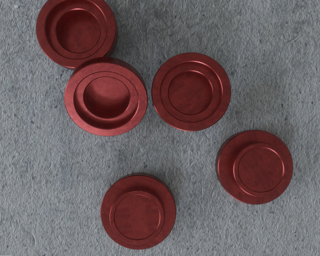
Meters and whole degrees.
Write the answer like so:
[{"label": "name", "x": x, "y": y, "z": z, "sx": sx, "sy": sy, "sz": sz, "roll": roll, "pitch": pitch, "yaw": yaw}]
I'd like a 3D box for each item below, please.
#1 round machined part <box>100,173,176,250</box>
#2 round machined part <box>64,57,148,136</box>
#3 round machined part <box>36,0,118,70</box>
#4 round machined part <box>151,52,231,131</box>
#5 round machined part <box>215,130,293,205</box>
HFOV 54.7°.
[{"label": "round machined part", "x": -0.028, "y": 0.110, "z": 0.401, "sx": 0.099, "sy": 0.042, "sz": 0.097, "roll": 0, "pitch": 90, "yaw": 0}, {"label": "round machined part", "x": -0.066, "y": -0.042, "z": 0.387, "sx": 0.099, "sy": 0.042, "sz": 0.097, "roll": -3, "pitch": 120, "yaw": -5}, {"label": "round machined part", "x": -0.103, "y": -0.122, "z": 0.400, "sx": 0.099, "sy": 0.042, "sz": 0.097, "roll": 0, "pitch": 90, "yaw": 0}, {"label": "round machined part", "x": 0.039, "y": -0.045, "z": 0.402, "sx": 0.099, "sy": 0.042, "sz": 0.097, "roll": 0, "pitch": 90, "yaw": 0}, {"label": "round machined part", "x": 0.125, "y": 0.051, "z": 0.402, "sx": 0.099, "sy": 0.042, "sz": 0.097, "roll": 0, "pitch": 90, "yaw": 0}]
